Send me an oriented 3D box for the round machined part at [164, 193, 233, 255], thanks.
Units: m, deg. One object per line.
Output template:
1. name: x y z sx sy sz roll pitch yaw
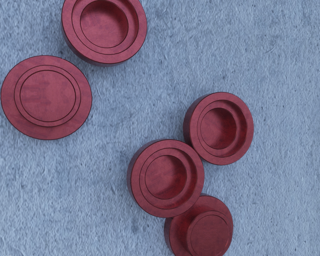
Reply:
1. round machined part: 0.058 0.141 0.422 0.099 0.042 0.097 0 90 -20

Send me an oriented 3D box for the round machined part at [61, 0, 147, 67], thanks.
1. round machined part: -0.068 -0.122 0.374 0.099 0.042 0.097 0 90 -20

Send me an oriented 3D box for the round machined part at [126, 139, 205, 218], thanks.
1. round machined part: 0.004 0.062 0.402 0.099 0.042 0.097 0 90 -20

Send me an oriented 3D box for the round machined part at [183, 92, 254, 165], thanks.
1. round machined part: 0.076 0.001 0.428 0.099 0.042 0.097 0 90 -20

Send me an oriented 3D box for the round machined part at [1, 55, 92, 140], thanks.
1. round machined part: -0.127 -0.035 0.353 0.099 0.042 0.097 0 90 -20
